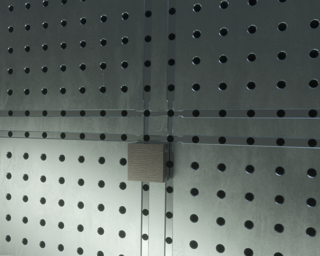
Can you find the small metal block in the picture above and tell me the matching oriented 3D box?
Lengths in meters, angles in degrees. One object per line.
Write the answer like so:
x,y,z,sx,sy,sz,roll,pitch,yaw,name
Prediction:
-0.015,0.046,0.418,0.050,0.025,0.050,0,90,20,small metal block
